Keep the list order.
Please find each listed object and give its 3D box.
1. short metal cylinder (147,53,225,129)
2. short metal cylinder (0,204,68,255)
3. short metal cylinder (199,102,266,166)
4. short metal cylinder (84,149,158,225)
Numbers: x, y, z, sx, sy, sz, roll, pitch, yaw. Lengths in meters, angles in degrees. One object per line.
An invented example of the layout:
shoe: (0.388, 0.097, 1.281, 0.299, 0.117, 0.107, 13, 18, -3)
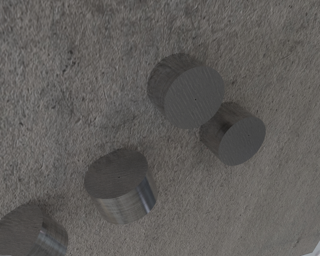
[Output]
short metal cylinder: (0.031, -0.045, 0.379, 0.081, 0.050, 0.079, -14, 124, -21)
short metal cylinder: (-0.159, 0.140, 0.371, 0.080, 0.080, 0.050, -35, 129, -6)
short metal cylinder: (0.105, 0.008, 0.453, 0.081, 0.050, 0.079, -14, 124, -21)
short metal cylinder: (-0.048, 0.073, 0.390, 0.080, 0.080, 0.050, -26, 128, -12)
